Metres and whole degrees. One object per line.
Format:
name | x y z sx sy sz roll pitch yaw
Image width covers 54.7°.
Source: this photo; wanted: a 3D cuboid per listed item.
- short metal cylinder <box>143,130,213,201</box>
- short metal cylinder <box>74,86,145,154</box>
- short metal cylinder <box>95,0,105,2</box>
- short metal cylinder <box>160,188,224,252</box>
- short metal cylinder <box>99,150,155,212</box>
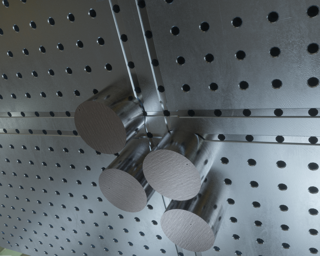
short metal cylinder | 0.024 0.049 0.413 0.080 0.050 0.079 13 124 21
short metal cylinder | -0.068 -0.011 0.424 0.080 0.050 0.079 13 124 21
short metal cylinder | -0.035 -0.160 0.295 0.080 0.080 0.050 -8 114 32
short metal cylinder | 0.048 0.132 0.452 0.080 0.050 0.079 13 124 21
short metal cylinder | -0.044 0.080 0.468 0.080 0.050 0.079 13 124 21
